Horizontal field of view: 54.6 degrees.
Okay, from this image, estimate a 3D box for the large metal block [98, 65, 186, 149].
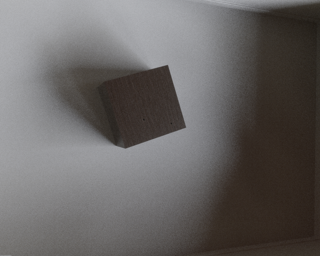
[{"bbox_3d":[-0.024,-0.026,0.388,0.081,0.050,0.080,-19,97,-19],"label":"large metal block"}]
